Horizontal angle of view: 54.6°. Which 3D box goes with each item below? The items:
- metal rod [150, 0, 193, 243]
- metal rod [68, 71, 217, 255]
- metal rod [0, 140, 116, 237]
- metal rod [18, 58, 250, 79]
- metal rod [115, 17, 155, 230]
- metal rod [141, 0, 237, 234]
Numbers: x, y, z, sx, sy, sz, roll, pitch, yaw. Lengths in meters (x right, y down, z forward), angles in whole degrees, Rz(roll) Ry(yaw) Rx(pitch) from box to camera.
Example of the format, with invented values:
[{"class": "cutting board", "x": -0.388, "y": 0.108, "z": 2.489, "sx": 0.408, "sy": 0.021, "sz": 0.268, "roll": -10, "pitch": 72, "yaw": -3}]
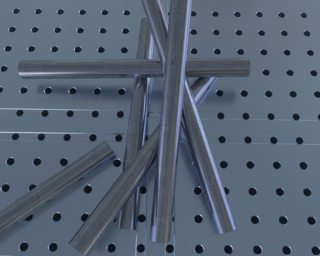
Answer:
[{"class": "metal rod", "x": 0.013, "y": -0.018, "z": 0.359, "sx": 0.025, "sy": 0.025, "sz": 0.298, "roll": 5, "pitch": 93, "yaw": 2}, {"class": "metal rod", "x": -0.003, "y": 0.018, "z": 0.384, "sx": 0.025, "sy": 0.025, "sz": 0.301, "roll": 32, "pitch": 65, "yaw": 11}, {"class": "metal rod", "x": -0.185, "y": 0.110, "z": 0.370, "sx": 0.301, "sy": 0.025, "sz": 0.025, "roll": -35, "pitch": 74, "yaw": -12}, {"class": "metal rod", "x": -0.035, "y": -0.079, "z": 0.413, "sx": 0.302, "sy": 0.025, "sz": 0.025, "roll": 0, "pitch": 70, "yaw": 2}, {"class": "metal rod", "x": -0.029, "y": -0.020, "z": 0.418, "sx": 0.025, "sy": 0.025, "sz": 0.299, "roll": 4, "pitch": 70, "yaw": 1}, {"class": "metal rod", "x": 0.034, "y": -0.021, "z": 0.380, "sx": 0.025, "sy": 0.025, "sz": 0.299, "roll": -17, "pitch": 86, "yaw": -6}]
